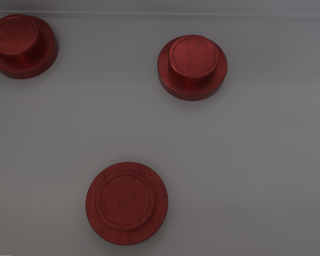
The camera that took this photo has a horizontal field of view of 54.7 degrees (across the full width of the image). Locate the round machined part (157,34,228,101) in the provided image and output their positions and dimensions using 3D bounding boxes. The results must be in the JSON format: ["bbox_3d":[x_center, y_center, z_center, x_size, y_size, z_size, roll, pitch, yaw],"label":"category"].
[{"bbox_3d":[0.045,-0.091,0.434,0.099,0.042,0.098,0,70,0],"label":"round machined part"}]

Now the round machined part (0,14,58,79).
[{"bbox_3d":[-0.201,-0.123,0.444,0.099,0.042,0.098,0,70,0],"label":"round machined part"}]

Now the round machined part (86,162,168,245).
[{"bbox_3d":[-0.039,0.087,0.368,0.099,0.042,0.098,0,70,0],"label":"round machined part"}]
